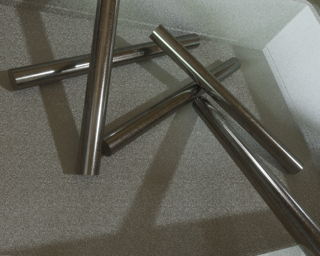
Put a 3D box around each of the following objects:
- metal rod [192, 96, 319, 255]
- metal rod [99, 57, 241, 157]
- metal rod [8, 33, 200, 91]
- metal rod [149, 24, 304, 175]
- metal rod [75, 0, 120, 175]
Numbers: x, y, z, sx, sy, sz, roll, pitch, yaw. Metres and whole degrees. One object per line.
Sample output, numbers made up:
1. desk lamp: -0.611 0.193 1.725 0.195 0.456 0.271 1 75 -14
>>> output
1. metal rod: 0.102 0.043 0.343 0.025 0.025 0.300 8 29 -24
2. metal rod: 0.033 -0.045 0.450 0.302 0.025 0.025 -35 81 -38
3. metal rod: -0.053 -0.101 0.438 0.302 0.025 0.025 -23 74 -36
4. metal rod: 0.103 -0.037 0.458 0.300 0.025 0.025 42 51 -9
5. metal rod: -0.064 -0.098 0.349 0.025 0.025 0.298 8 84 -24
